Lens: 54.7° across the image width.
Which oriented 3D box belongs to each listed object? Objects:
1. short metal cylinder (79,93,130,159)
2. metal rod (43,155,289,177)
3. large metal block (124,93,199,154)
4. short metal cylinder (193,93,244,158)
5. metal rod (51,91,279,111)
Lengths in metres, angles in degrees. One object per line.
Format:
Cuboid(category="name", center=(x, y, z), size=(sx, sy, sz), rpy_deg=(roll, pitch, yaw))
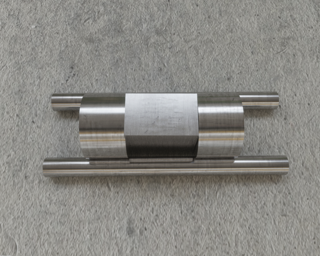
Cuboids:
Cuboid(category="short metal cylinder", center=(-0.064, -0.003, 0.380), size=(0.050, 0.080, 0.080), rpy_deg=(-1, 70, 0))
Cuboid(category="metal rod", center=(0.008, 0.048, 0.392), size=(0.302, 0.025, 0.025), rpy_deg=(0, 70, -1))
Cuboid(category="large metal block", center=(0.002, -0.002, 0.378), size=(0.081, 0.080, 0.050), rpy_deg=(0, 70, 0))
Cuboid(category="short metal cylinder", center=(0.068, -0.003, 0.381), size=(0.050, 0.080, 0.080), rpy_deg=(-1, 70, 0))
Cuboid(category="metal rod", center=(0.007, -0.036, 0.423), size=(0.302, 0.025, 0.025), rpy_deg=(0, 70, -1))
